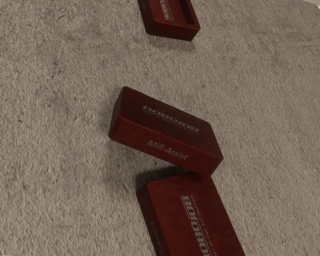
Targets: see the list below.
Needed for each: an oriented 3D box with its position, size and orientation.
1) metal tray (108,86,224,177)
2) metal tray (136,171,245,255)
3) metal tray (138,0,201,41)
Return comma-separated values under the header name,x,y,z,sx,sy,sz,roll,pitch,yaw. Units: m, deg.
name,x,y,z,sx,sy,sz,roll,pitch,yaw
metal tray,0.007,0.002,0.379,0.131,0.030,0.090,23,26,-15
metal tray,0.037,0.117,0.351,0.091,0.030,0.130,-8,66,-32
metal tray,0.010,-0.215,0.539,0.091,0.030,0.130,0,62,-29
